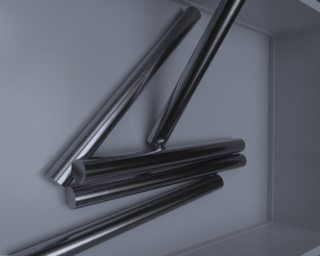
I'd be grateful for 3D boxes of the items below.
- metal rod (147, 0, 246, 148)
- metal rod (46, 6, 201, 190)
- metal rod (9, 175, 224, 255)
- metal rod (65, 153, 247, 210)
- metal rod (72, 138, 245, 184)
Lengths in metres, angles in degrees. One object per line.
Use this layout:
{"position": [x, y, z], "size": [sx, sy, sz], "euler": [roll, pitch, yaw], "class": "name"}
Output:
{"position": [0.062, -0.106, 0.364], "size": [0.025, 0.025, 0.298], "euler": [14, 112, -40], "class": "metal rod"}
{"position": [-0.029, -0.055, 0.383], "size": [0.025, 0.025, 0.301], "euler": [50, 60, -29], "class": "metal rod"}
{"position": [-0.025, 0.108, 0.387], "size": [0.302, 0.025, 0.025], "euler": [-12, 98, -40], "class": "metal rod"}
{"position": [0.020, 0.065, 0.425], "size": [0.302, 0.025, 0.025], "euler": [-5, 93, -40], "class": "metal rod"}
{"position": [0.026, 0.036, 0.413], "size": [0.302, 0.025, 0.025], "euler": [-4, 93, -45], "class": "metal rod"}
